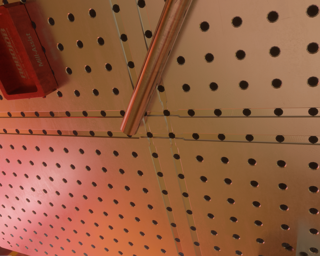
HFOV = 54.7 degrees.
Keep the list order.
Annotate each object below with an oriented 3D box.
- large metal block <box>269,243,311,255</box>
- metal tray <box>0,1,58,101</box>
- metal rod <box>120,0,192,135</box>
[{"bbox_3d":[0.188,0.219,0.432,0.080,0.050,0.080,41,129,0],"label":"large metal block"},{"bbox_3d":[-0.215,-0.108,0.454,0.090,0.030,0.129,-2,118,29],"label":"metal tray"},{"bbox_3d":[0.007,-0.104,0.343,0.025,0.025,0.298,31,129,8],"label":"metal rod"}]
